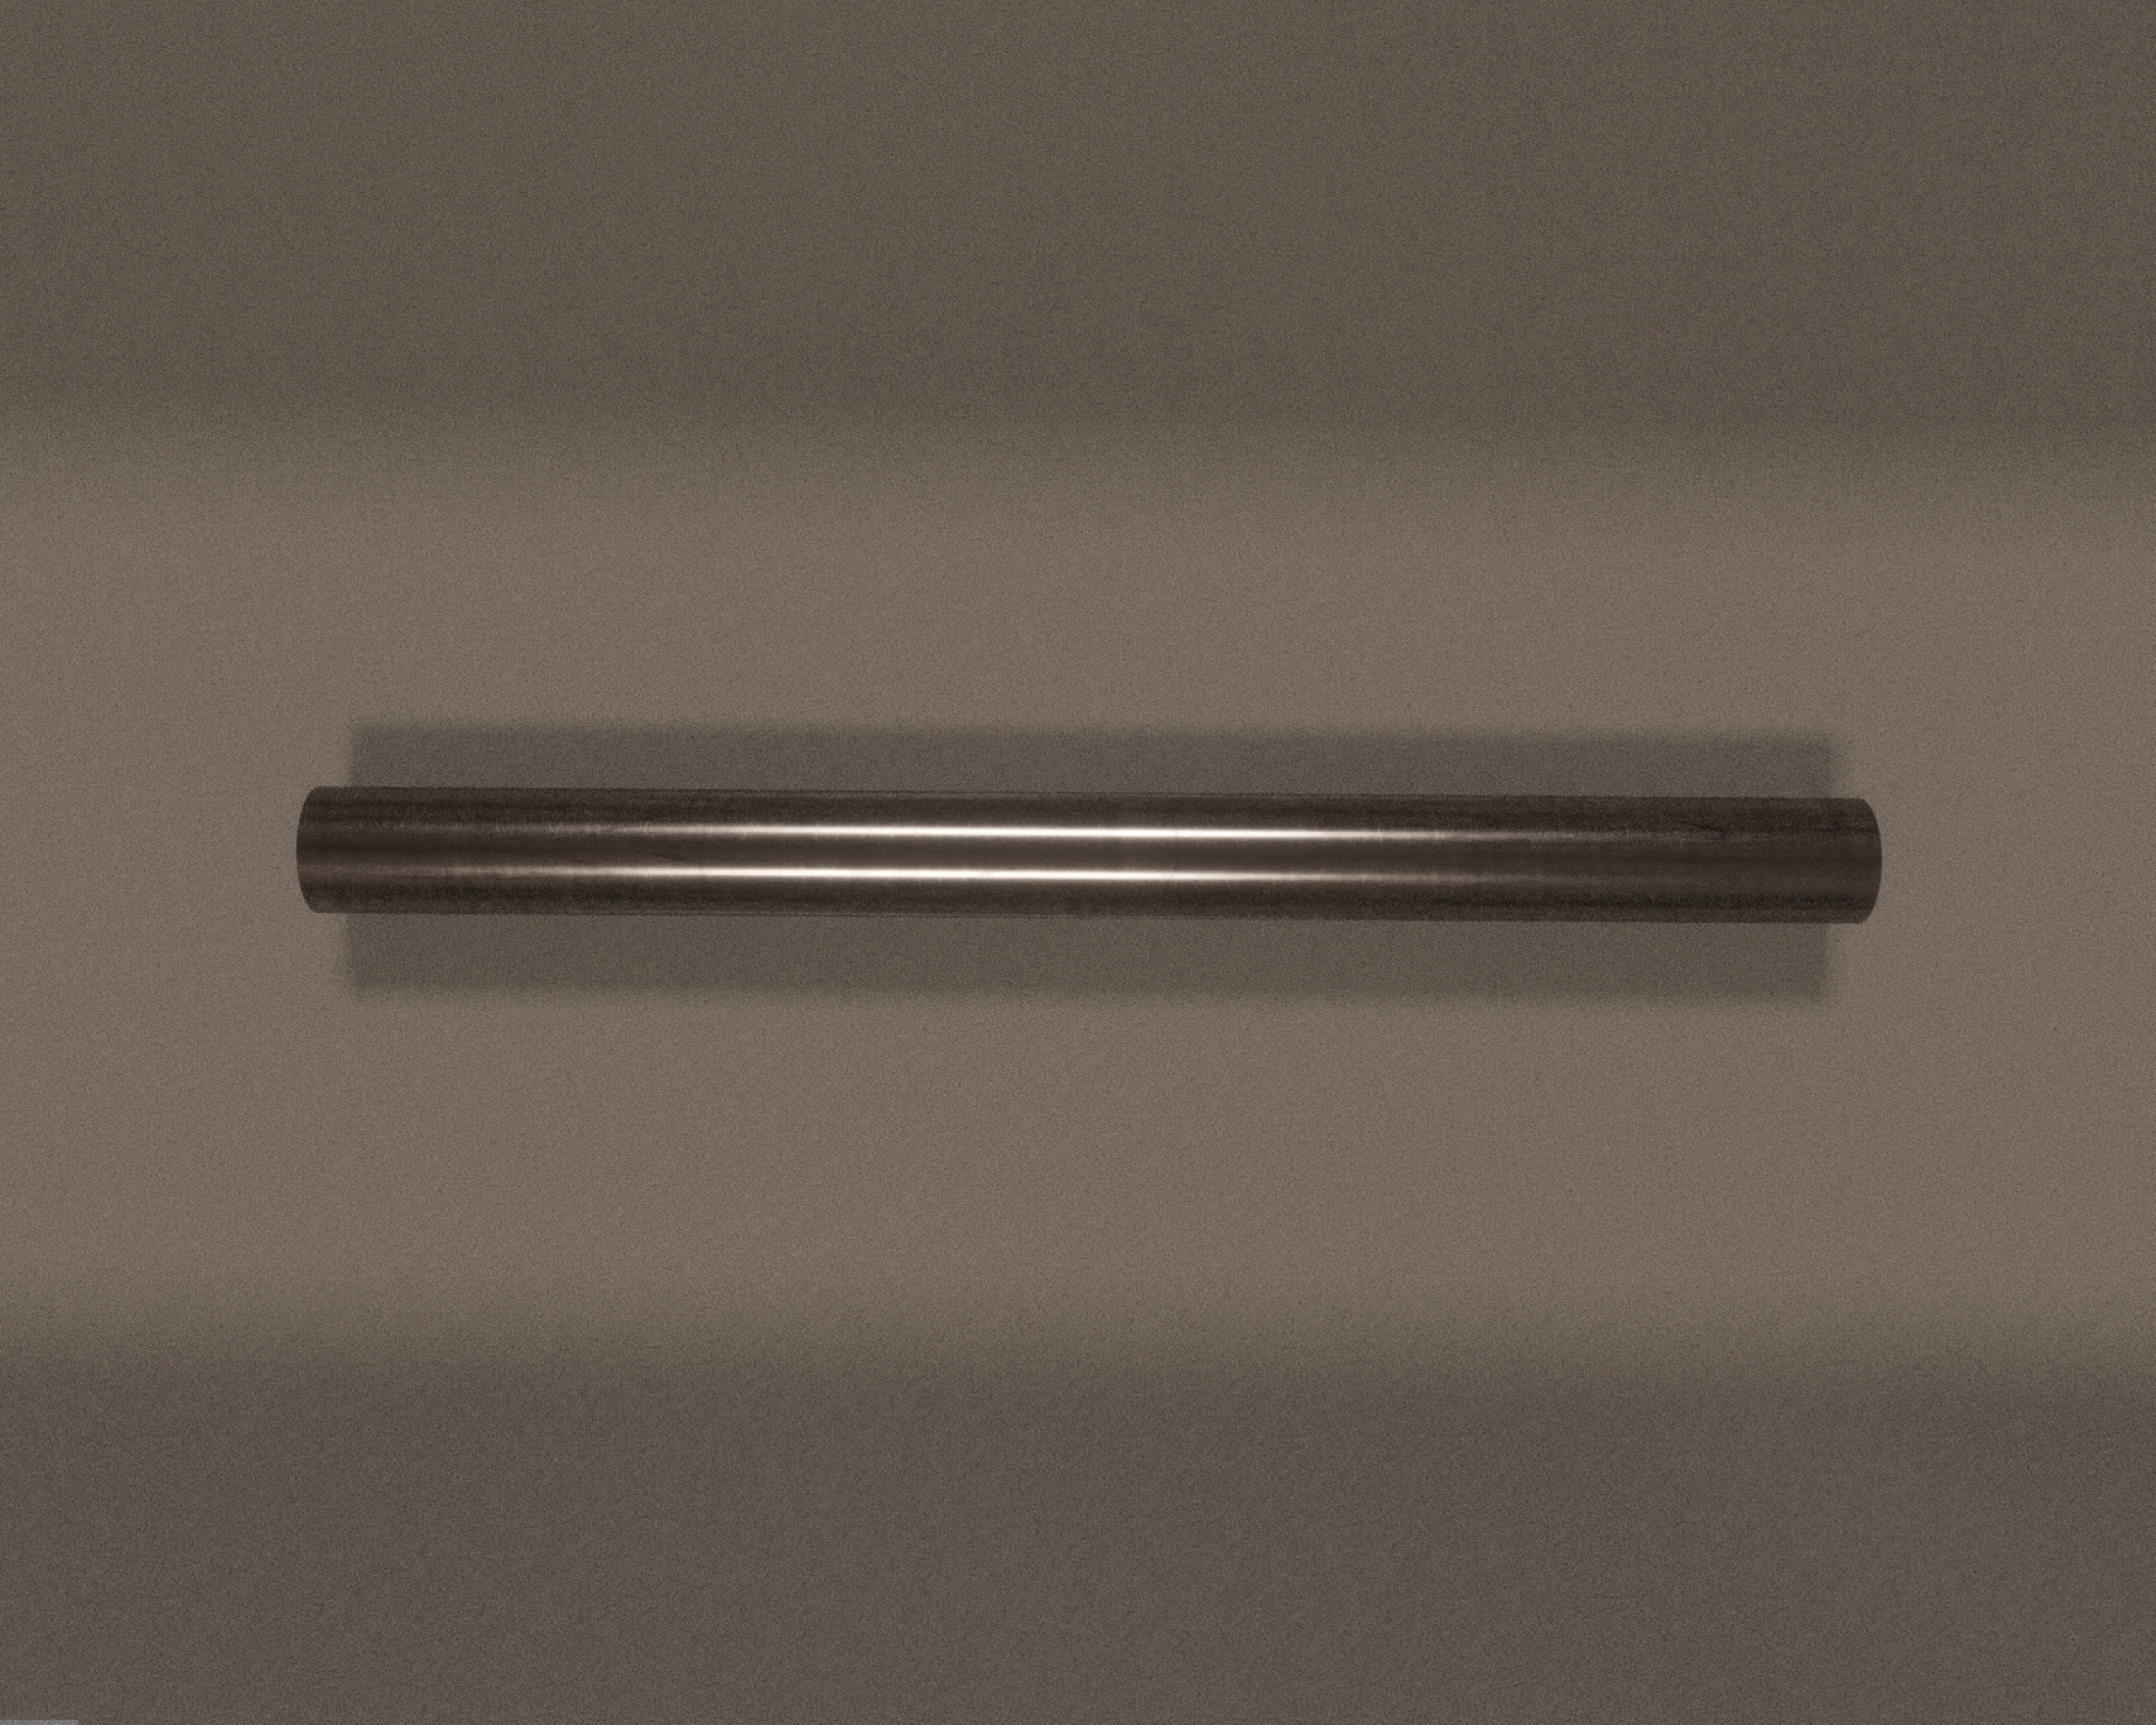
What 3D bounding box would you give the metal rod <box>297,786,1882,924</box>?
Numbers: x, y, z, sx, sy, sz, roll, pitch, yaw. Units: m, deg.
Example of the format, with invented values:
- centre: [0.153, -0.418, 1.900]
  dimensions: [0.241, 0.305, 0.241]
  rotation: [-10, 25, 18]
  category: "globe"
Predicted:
- centre: [0.003, -0.001, 0.409]
  dimensions: [0.302, 0.025, 0.025]
  rotation: [0, 90, -1]
  category: "metal rod"
